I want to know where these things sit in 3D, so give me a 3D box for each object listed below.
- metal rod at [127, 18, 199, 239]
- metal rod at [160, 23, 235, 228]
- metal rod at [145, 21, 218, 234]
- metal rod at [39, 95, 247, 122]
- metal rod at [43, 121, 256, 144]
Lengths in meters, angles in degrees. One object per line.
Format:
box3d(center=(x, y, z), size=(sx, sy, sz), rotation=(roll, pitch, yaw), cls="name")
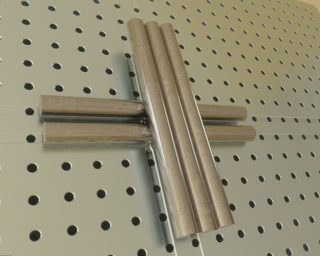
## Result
box3d(center=(-0.004, -0.019, 0.387), size=(0.025, 0.025, 0.299), rotation=(1, 61, -28), cls="metal rod")
box3d(center=(0.040, -0.020, 0.412), size=(0.025, 0.025, 0.299), rotation=(1, 61, -28), cls="metal rod")
box3d(center=(0.018, -0.019, 0.399), size=(0.025, 0.025, 0.299), rotation=(1, 61, -28), cls="metal rod")
box3d(center=(-0.003, -0.024, 0.423), size=(0.303, 0.025, 0.025), rotation=(1, 62, -28), cls="metal rod")
box3d(center=(0.007, 0.007, 0.409), size=(0.303, 0.025, 0.025), rotation=(1, 62, -28), cls="metal rod")
